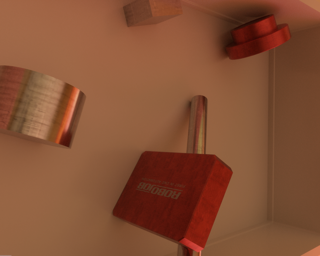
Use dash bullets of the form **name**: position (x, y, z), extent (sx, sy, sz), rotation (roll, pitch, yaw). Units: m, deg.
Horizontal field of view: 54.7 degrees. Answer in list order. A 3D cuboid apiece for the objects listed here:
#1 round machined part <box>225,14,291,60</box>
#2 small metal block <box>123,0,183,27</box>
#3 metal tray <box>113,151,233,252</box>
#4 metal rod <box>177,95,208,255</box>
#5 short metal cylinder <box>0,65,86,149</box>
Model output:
- **round machined part**: position (0.150, -0.146, 0.488), extent (0.099, 0.098, 0.042), rotation (-34, 110, -35)
- **small metal block**: position (-0.009, -0.146, 0.384), extent (0.050, 0.050, 0.025), rotation (-22, 104, -38)
- **metal tray**: position (0.009, 0.073, 0.347), extent (0.030, 0.130, 0.090), rotation (39, 66, -30)
- **metal rod**: position (0.039, 0.072, 0.363), extent (0.025, 0.025, 0.300), rotation (43, 40, -32)
- **short metal cylinder**: position (-0.113, -0.016, 0.277), extent (0.080, 0.080, 0.050), rotation (22, 76, -38)
